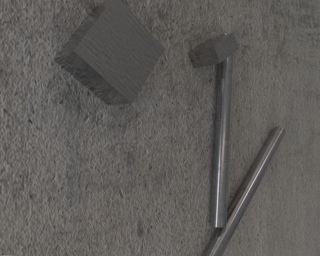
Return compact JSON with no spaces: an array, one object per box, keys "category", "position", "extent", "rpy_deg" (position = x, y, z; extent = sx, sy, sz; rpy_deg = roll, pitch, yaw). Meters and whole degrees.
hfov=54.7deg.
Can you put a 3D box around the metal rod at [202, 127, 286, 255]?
[{"category":"metal rod","position":[0.147,0.110,0.527],"extent":[0.301,0.025,0.025],"rpy_deg":[-51,120,-28]}]

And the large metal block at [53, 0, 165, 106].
[{"category":"large metal block","position":[-0.054,-0.082,0.343],"extent":[0.080,0.050,0.080],"rpy_deg":[42,64,-32]}]

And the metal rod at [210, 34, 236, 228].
[{"category":"metal rod","position":[0.099,0.002,0.487],"extent":[0.025,0.025,0.298],"rpy_deg":[6,86,-40]}]

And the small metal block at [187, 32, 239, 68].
[{"category":"small metal block","position":[0.078,-0.113,0.453],"extent":[0.050,0.050,0.025],"rpy_deg":[-40,115,-33]}]
